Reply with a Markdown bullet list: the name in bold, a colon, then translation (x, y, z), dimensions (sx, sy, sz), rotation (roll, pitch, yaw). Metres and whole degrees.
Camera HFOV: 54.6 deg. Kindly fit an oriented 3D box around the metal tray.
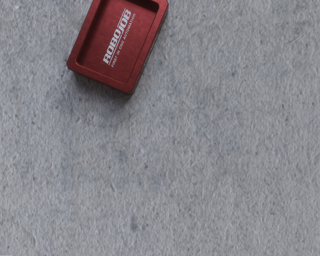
- **metal tray**: translation (-0.054, -0.119, 0.406), dimensions (0.090, 0.030, 0.130), rotation (23, 90, 0)
